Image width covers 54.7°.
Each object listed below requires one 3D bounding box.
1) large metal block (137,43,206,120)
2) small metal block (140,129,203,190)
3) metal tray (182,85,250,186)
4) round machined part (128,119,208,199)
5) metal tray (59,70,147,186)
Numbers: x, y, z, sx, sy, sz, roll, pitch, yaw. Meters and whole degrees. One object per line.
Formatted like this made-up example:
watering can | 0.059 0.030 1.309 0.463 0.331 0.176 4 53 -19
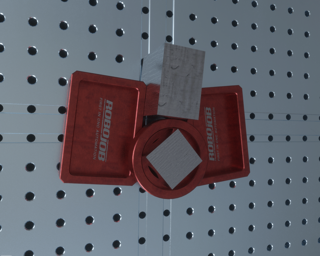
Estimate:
large metal block | 0.011 -0.052 0.383 0.050 0.080 0.080 7 88 -20
small metal block | 0.013 0.036 0.369 0.050 0.025 0.050 -41 103 -15
metal tray | 0.074 0.009 0.433 0.091 0.030 0.129 -7 93 -20
round machined part | 0.008 0.037 0.392 0.099 0.042 0.097 0 90 -20
metal tray | -0.070 0.002 0.380 0.091 0.030 0.129 7 88 -20
